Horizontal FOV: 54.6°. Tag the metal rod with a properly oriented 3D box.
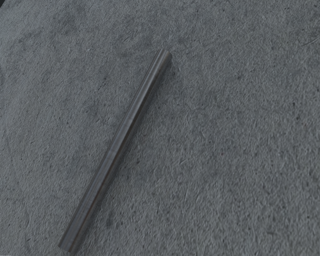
[{"bbox_3d":[-0.052,0.018,0.421,0.025,0.025,0.300,12,68,33],"label":"metal rod"}]
